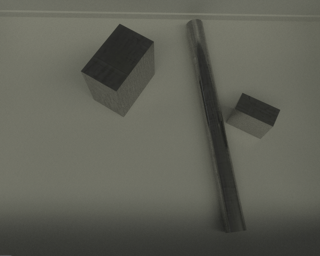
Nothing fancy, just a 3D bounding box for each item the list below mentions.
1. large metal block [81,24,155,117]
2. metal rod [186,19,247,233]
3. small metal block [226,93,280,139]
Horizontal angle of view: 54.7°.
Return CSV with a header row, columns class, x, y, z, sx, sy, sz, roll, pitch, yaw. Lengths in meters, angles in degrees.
class,x,y,z,sx,sy,sz,roll,pitch,yaw
large metal block,-0.050,-0.072,0.406,0.050,0.080,0.080,30,73,10
metal rod,0.071,-0.017,0.416,0.025,0.025,0.299,-7,70,-3
small metal block,0.120,-0.014,0.403,0.050,0.050,0.025,26,72,9
